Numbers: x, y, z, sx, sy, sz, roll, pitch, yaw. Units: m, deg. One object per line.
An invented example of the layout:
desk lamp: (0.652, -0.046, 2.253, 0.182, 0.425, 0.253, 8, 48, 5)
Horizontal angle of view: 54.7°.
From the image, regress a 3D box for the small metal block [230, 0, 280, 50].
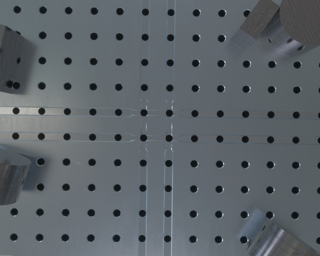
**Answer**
small metal block: (0.122, -0.135, 0.402, 0.025, 0.050, 0.050, 36, 90, 0)

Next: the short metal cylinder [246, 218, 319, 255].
short metal cylinder: (0.157, 0.158, 0.387, 0.080, 0.080, 0.050, 34, 90, 0)

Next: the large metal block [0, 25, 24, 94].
large metal block: (-0.235, -0.095, 0.399, 0.080, 0.050, 0.080, 13, 90, 0)

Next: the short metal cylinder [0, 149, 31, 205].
short metal cylinder: (-0.210, 0.056, 0.384, 0.080, 0.080, 0.050, 19, 90, 0)

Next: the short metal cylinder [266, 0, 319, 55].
short metal cylinder: (0.186, -0.141, 0.402, 0.081, 0.050, 0.079, 0, 90, 0)
